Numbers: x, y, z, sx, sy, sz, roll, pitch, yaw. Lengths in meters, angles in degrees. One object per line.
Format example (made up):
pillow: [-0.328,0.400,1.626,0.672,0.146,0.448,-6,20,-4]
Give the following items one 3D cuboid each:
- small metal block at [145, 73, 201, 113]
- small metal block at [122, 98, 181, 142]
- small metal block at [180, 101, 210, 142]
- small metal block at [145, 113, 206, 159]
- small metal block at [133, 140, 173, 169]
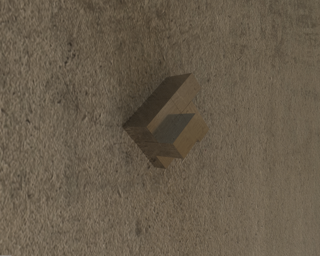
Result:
small metal block: [0.017,-0.044,0.406,0.050,0.050,0.025,-51,121,-28]
small metal block: [-0.011,-0.010,0.382,0.050,0.050,0.025,-51,121,-28]
small metal block: [0.030,-0.008,0.417,0.025,0.050,0.050,-51,120,-28]
small metal block: [0.018,0.009,0.375,0.050,0.050,0.025,-51,121,-28]
small metal block: [0.001,0.018,0.409,0.050,0.025,0.050,-50,120,-28]
